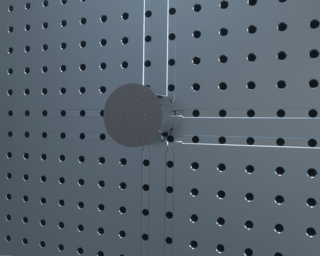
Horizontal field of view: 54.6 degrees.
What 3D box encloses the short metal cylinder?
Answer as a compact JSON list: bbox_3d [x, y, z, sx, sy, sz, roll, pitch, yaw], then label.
[{"bbox_3d":[-0.026,-0.016,0.409,0.080,0.050,0.080,0,90,20],"label":"short metal cylinder"}]
